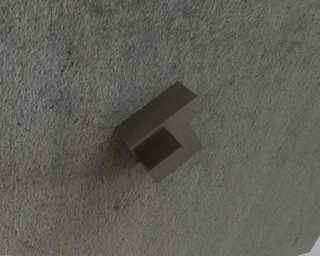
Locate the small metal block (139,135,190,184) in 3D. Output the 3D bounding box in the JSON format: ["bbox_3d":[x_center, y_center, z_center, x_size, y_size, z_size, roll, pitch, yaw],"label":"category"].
[{"bbox_3d":[0.000,0.032,0.381,0.050,0.050,0.025,-37,130,-4],"label":"small metal block"}]

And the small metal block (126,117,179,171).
[{"bbox_3d":[-0.009,0.022,0.418,0.050,0.025,0.050,-37,130,-4],"label":"small metal block"}]

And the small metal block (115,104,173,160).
[{"bbox_3d":[-0.021,0.004,0.384,0.050,0.050,0.025,-37,130,-4],"label":"small metal block"}]

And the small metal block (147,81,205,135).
[{"bbox_3d":[0.019,-0.026,0.387,0.050,0.050,0.025,-37,130,-4],"label":"small metal block"}]

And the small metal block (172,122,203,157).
[{"bbox_3d":[0.026,0.005,0.411,0.025,0.050,0.050,-37,130,-4],"label":"small metal block"}]
